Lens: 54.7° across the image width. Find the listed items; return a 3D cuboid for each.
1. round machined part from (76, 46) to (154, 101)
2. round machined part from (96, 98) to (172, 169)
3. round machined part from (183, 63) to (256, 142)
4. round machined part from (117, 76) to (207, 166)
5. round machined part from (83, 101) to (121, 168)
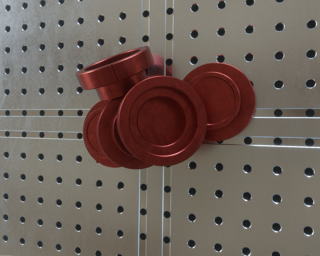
[{"bbox_3d":[-0.053,-0.068,0.397,0.098,0.098,0.042,-13,111,19],"label":"round machined part"},{"bbox_3d":[-0.028,0.003,0.387,0.099,0.042,0.097,1,87,-17],"label":"round machined part"},{"bbox_3d":[0.066,-0.032,0.380,0.098,0.042,0.097,0,90,19],"label":"round machined part"},{"bbox_3d":[0.000,-0.007,0.352,0.099,0.042,0.097,0,89,-14],"label":"round machined part"},{"bbox_3d":[-0.065,0.006,0.425,0.098,0.042,0.097,0,90,19],"label":"round machined part"}]
